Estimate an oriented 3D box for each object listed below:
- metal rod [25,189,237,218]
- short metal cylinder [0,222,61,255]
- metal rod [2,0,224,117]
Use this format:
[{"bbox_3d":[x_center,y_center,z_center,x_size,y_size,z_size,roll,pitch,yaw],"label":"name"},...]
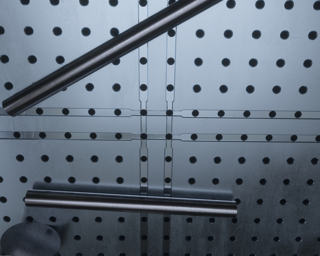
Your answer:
[{"bbox_3d":[-0.040,0.111,0.453,0.302,0.025,0.025,4,110,-2],"label":"metal rod"},{"bbox_3d":[-0.191,0.183,0.450,0.080,0.080,0.050,18,109,-7],"label":"short metal cylinder"},{"bbox_3d":[-0.062,-0.093,0.378,0.301,0.025,0.025,-27,108,9],"label":"metal rod"}]
